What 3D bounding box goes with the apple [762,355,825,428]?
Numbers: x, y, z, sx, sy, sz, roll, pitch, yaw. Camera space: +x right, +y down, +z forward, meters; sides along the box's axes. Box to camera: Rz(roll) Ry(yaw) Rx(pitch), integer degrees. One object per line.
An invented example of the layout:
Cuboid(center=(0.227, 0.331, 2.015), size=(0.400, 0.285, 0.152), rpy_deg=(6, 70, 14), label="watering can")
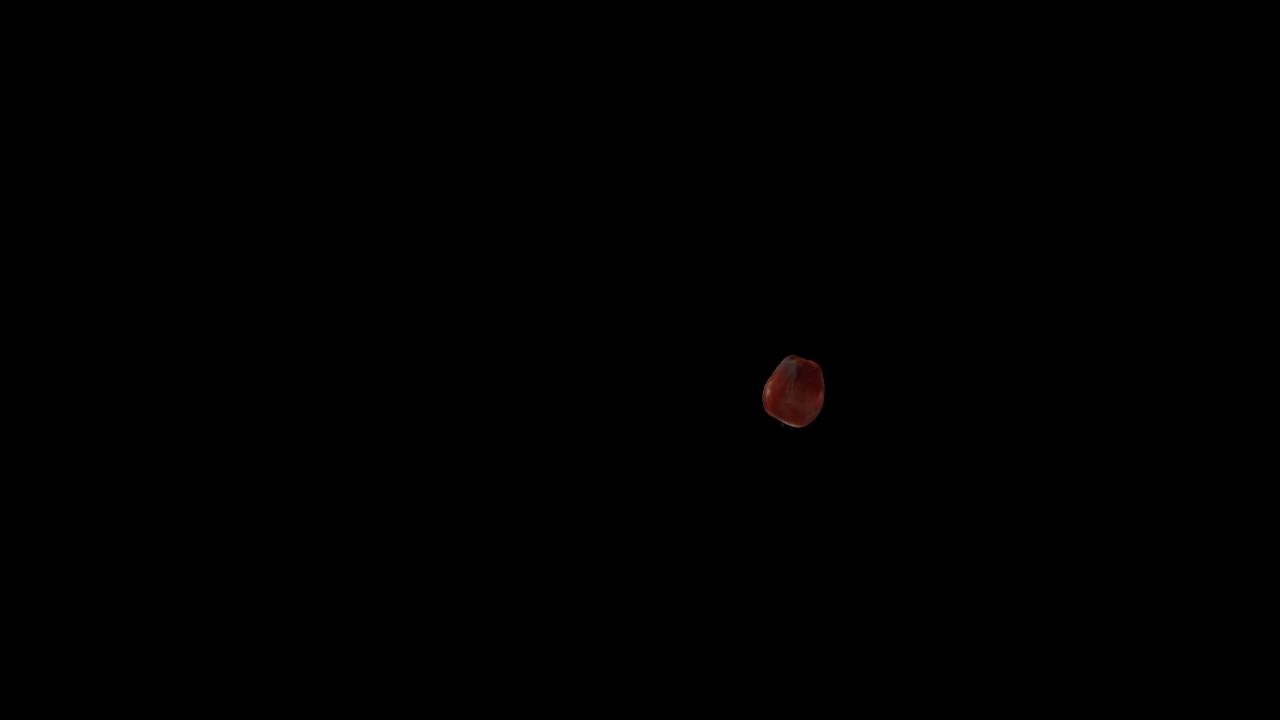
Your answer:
Cuboid(center=(0.201, 0.043, 0.796), size=(0.079, 0.093, 0.079), rpy_deg=(18, 8, -3), label="apple")
